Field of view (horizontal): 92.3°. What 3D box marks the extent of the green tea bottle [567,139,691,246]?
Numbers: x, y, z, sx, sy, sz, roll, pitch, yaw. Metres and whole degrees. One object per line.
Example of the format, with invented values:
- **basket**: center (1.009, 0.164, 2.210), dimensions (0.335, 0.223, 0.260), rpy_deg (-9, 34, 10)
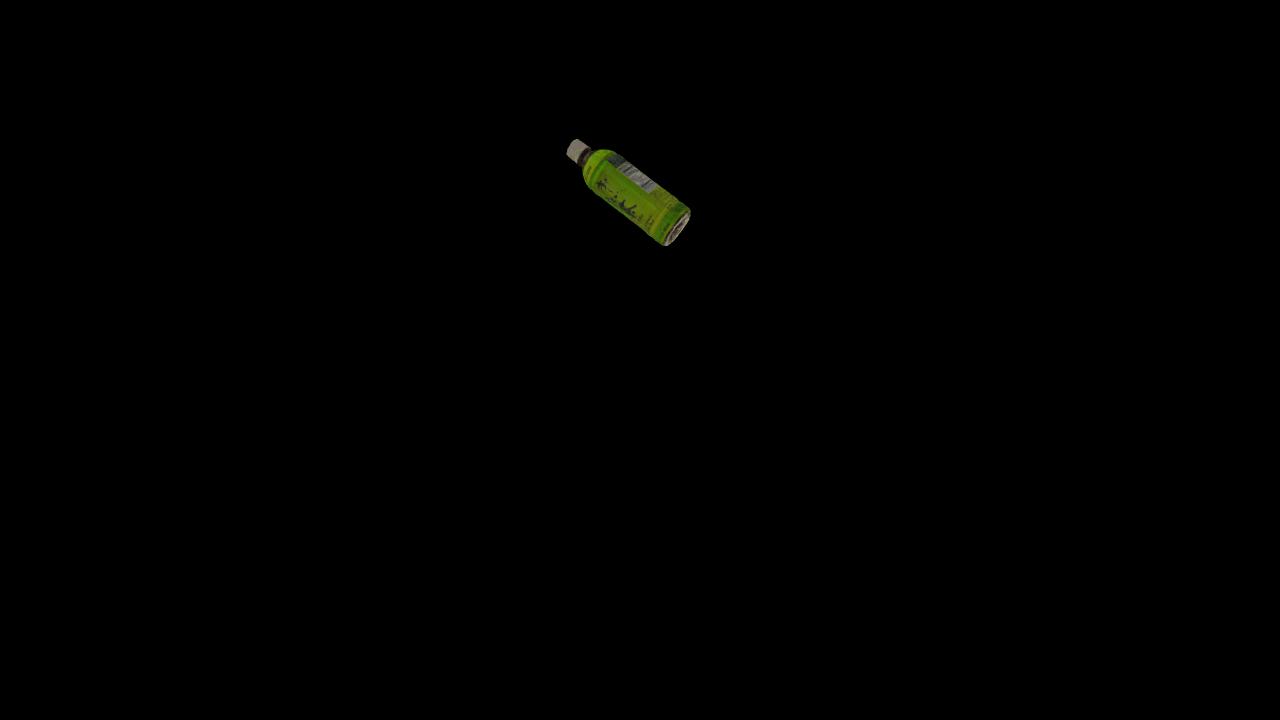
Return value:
- **green tea bottle**: center (-0.022, -0.262, 0.936), dimensions (0.212, 0.073, 0.073), rpy_deg (41, 6, 7)
